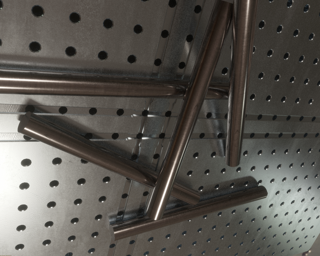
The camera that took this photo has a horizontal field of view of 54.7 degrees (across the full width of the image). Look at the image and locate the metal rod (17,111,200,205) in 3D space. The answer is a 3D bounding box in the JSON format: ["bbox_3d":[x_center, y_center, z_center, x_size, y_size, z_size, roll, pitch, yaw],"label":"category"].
[{"bbox_3d":[-0.044,0.055,0.422,0.301,0.025,0.025,31,101,-39],"label":"metal rod"}]

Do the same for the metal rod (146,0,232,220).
[{"bbox_3d":[0.032,-0.005,0.393,0.025,0.025,0.298,3,117,-30],"label":"metal rod"}]

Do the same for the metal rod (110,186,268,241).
[{"bbox_3d":[0.063,0.142,0.535,0.303,0.025,0.025,-8,122,-25],"label":"metal rod"}]

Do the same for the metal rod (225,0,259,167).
[{"bbox_3d":[0.102,-0.044,0.404,0.025,0.025,0.298,-25,139,-13],"label":"metal rod"}]

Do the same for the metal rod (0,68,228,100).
[{"bbox_3d":[-0.026,-0.048,0.368,0.303,0.025,0.025,-1,119,-28],"label":"metal rod"}]
